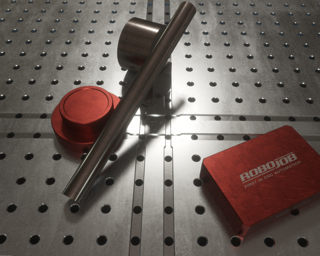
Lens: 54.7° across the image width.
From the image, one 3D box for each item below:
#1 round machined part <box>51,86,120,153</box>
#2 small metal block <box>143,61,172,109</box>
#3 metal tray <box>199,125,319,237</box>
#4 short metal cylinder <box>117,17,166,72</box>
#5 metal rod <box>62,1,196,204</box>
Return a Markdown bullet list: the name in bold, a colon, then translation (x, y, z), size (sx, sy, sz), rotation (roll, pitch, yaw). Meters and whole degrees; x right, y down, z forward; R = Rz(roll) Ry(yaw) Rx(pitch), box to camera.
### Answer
- **round machined part**: translation (-0.094, -0.018, 0.411), size (0.099, 0.042, 0.098), rotation (0, 50, 0)
- **small metal block**: translation (-0.007, -0.065, 0.446), size (0.025, 0.050, 0.050), rotation (26, 54, 19)
- **metal tray**: translation (0.124, 0.056, 0.359), size (0.131, 0.030, 0.090), rotation (-20, 53, -16)
- **short metal cylinder**: translation (-0.023, -0.123, 0.475), size (0.050, 0.080, 0.080), rotation (20, 53, 16)
- **metal rod**: translation (-0.029, -0.046, 0.391), size (0.025, 0.025, 0.300), rotation (23, 70, 17)
